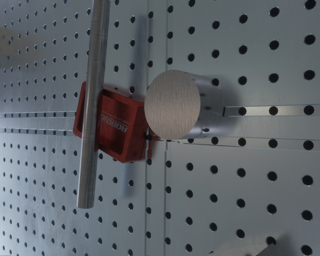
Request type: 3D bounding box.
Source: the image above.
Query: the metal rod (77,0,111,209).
[{"bbox_3d":[-0.097,-0.032,0.449,0.025,0.025,0.298,9,96,39],"label":"metal rod"}]

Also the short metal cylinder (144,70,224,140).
[{"bbox_3d":[0.028,-0.026,0.370,0.080,0.050,0.080,0,90,40],"label":"short metal cylinder"}]

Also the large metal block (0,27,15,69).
[{"bbox_3d":[-0.383,-0.184,0.691,0.050,0.081,0.080,-35,68,34],"label":"large metal block"}]

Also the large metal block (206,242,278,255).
[{"bbox_3d":[0.087,0.172,0.321,0.080,0.050,0.080,-28,73,36],"label":"large metal block"}]

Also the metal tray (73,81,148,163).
[{"bbox_3d":[-0.076,-0.012,0.468,0.130,0.030,0.089,24,105,37],"label":"metal tray"}]
